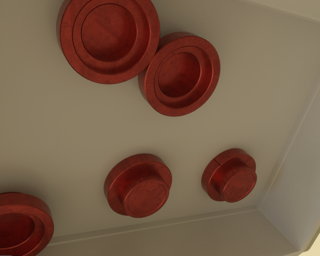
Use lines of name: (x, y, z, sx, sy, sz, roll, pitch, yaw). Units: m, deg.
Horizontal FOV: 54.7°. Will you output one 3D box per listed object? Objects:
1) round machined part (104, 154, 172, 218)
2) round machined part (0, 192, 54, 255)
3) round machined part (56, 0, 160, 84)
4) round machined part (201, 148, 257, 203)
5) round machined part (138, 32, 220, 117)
round machined part: (-0.026, 0.088, 0.440, 0.099, 0.042, 0.097, -14, 125, -21)
round machined part: (-0.182, 0.116, 0.371, 0.099, 0.042, 0.097, -14, 125, -21)
round machined part: (-0.053, -0.097, 0.310, 0.099, 0.042, 0.097, -14, 124, -21)
round machined part: (0.123, 0.086, 0.521, 0.099, 0.042, 0.097, -14, 125, -21)
round machined part: (0.019, -0.066, 0.369, 0.099, 0.042, 0.097, -14, 125, -21)
